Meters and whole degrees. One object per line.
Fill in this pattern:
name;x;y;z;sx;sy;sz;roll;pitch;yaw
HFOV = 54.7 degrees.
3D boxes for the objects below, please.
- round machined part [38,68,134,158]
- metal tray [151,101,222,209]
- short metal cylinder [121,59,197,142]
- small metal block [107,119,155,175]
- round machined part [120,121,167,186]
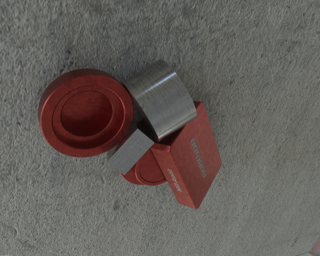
round machined part;-0.082;-0.019;0.341;0.099;0.042;0.097;-14;125;-21
metal tray;0.042;0.038;0.424;0.090;0.030;0.130;-54;137;-32
short metal cylinder;-0.002;-0.031;0.355;0.050;0.080;0.080;-33;129;-7
small metal block;-0.035;0.021;0.364;0.025;0.050;0.050;41;95;-15
round machined part;-0.009;0.038;0.418;0.099;0.042;0.097;-14;125;-21
